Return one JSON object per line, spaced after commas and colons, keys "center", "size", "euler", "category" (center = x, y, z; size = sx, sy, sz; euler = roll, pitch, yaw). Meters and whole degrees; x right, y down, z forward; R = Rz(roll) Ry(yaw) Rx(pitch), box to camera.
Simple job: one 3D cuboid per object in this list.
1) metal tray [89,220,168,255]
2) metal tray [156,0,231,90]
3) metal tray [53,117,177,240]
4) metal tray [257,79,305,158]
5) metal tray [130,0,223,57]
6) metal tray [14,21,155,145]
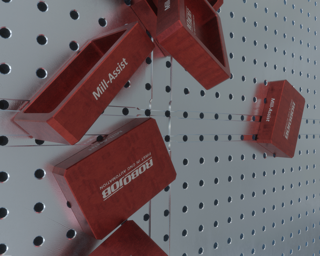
{"center": [-0.049, 0.166, 0.306], "size": [0.131, 0.090, 0.030], "euler": [-39, 134, -21], "category": "metal tray"}
{"center": [0.038, -0.117, 0.358], "size": [0.090, 0.030, 0.130], "euler": [37, 39, -34], "category": "metal tray"}
{"center": [-0.046, 0.054, 0.367], "size": [0.131, 0.030, 0.090], "euler": [-33, 111, -35], "category": "metal tray"}
{"center": [0.238, -0.017, 0.603], "size": [0.090, 0.030, 0.130], "euler": [29, 72, -36], "category": "metal tray"}
{"center": [0.029, -0.174, 0.428], "size": [0.090, 0.030, 0.130], "euler": [51, 60, -28], "category": "metal tray"}
{"center": [-0.073, -0.045, 0.303], "size": [0.030, 0.090, 0.130], "euler": [51, 60, -31], "category": "metal tray"}
